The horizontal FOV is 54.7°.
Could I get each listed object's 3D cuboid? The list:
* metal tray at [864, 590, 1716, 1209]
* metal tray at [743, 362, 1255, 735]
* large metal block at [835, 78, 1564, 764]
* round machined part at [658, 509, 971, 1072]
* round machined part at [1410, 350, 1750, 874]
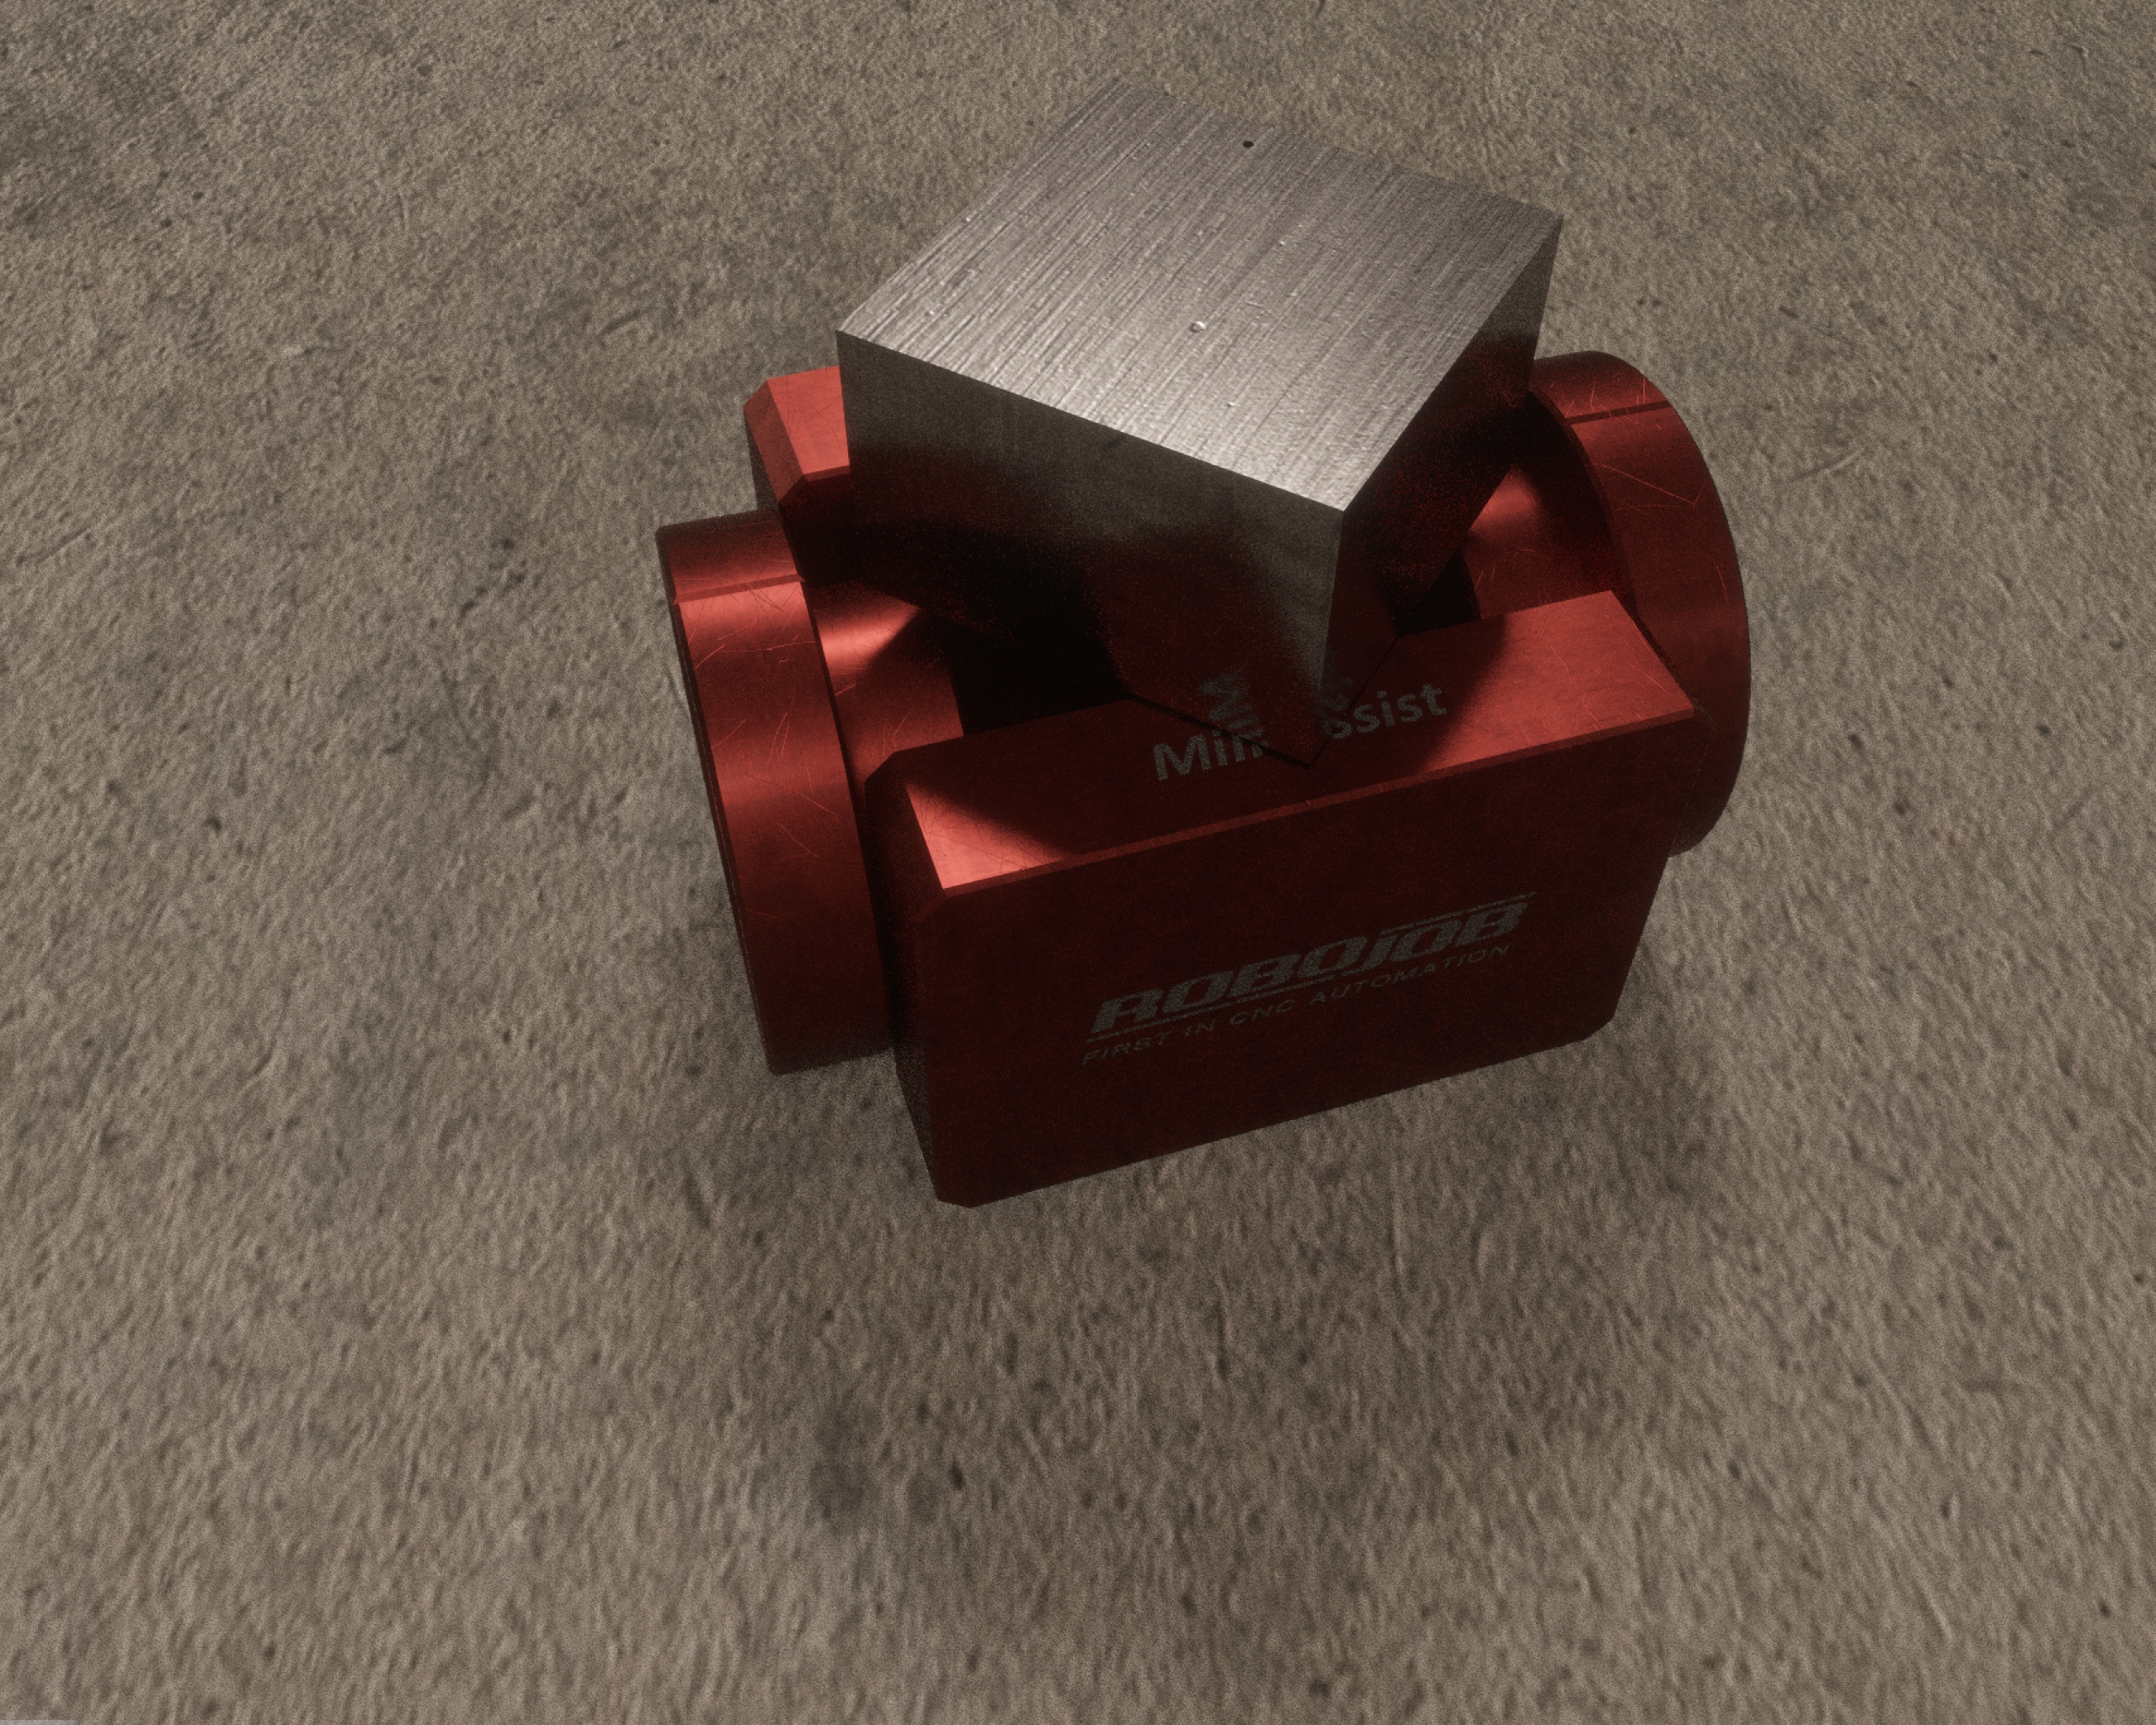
[{"bbox_3d":[0.034,0.008,0.354,0.131,0.089,0.030,-14,52,-12],"label":"metal tray"},{"bbox_3d":[0.005,-0.063,0.417,0.131,0.089,0.030,-14,52,-12],"label":"metal tray"},{"bbox_3d":[0.020,-0.072,0.330,0.080,0.050,0.080,24,54,18],"label":"large metal block"},{"bbox_3d":[-0.043,-0.015,0.368,0.042,0.097,0.098,-12,51,-10],"label":"round machined part"},{"bbox_3d":[0.083,-0.045,0.395,0.042,0.097,0.098,-12,51,-10],"label":"round machined part"}]
